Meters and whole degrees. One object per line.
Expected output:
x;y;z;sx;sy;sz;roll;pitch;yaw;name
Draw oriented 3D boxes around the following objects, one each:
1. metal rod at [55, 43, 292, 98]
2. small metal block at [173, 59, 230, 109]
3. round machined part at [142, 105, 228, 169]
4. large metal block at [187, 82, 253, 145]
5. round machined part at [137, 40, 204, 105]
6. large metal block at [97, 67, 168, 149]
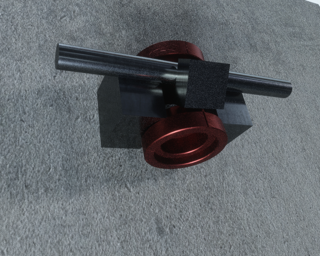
0.038;-0.061;0.360;0.302;0.025;0.025;3;61;-27;metal rod
0.045;-0.048;0.339;0.050;0.025;0.050;1;102;-26;small metal block
0.027;0.008;0.367;0.099;0.097;0.042;4;55;-26;round machined part
0.069;-0.021;0.420;0.050;0.080;0.080;4;60;-27;large metal block
0.013;-0.065;0.405;0.099;0.097;0.042;4;61;-27;round machined part
-0.037;-0.028;0.367;0.050;0.080;0.080;4;60;-26;large metal block
